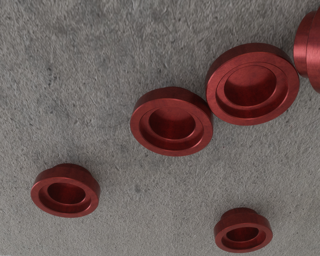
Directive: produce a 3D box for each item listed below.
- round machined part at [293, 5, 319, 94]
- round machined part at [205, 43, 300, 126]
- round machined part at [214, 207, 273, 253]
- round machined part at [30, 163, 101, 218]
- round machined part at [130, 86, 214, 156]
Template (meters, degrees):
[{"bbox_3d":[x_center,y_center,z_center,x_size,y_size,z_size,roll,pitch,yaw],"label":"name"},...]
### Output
[{"bbox_3d":[0.169,-0.082,0.306,0.099,0.042,0.097,-12,109,-36],"label":"round machined part"},{"bbox_3d":[0.100,-0.052,0.349,0.099,0.042,0.097,2,133,2],"label":"round machined part"},{"bbox_3d":[0.144,0.178,0.548,0.099,0.042,0.097,0,130,0],"label":"round machined part"},{"bbox_3d":[-0.140,0.092,0.472,0.099,0.042,0.097,0,130,0],"label":"round machined part"},{"bbox_3d":[0.016,-0.012,0.379,0.099,0.042,0.097,5,136,5],"label":"round machined part"}]
